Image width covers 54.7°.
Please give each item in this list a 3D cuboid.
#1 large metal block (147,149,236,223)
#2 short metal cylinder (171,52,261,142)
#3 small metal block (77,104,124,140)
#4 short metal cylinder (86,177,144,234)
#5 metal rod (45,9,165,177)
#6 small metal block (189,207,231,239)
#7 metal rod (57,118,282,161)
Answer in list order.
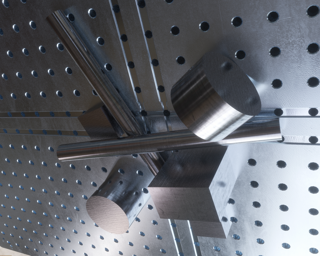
[{"bbox_3d":[0.044,0.071,0.397,0.080,0.080,0.050,-6,115,31],"label":"large metal block"},{"bbox_3d":[0.058,-0.033,0.325,0.080,0.080,0.050,45,129,-3],"label":"short metal cylinder"},{"bbox_3d":[-0.083,-0.006,0.451,0.050,0.025,0.050,-18,109,35],"label":"small metal block"},{"bbox_3d":[-0.074,0.128,0.513,0.080,0.050,0.079,13,124,21],"label":"short metal cylinder"},{"bbox_3d":[-0.054,-0.022,0.426,0.025,0.025,0.299,-24,106,36],"label":"metal rod"},{"bbox_3d":[0.071,0.133,0.456,0.050,0.025,0.050,-6,116,31],"label":"small metal block"},{"bbox_3d":[-0.005,0.019,0.398,0.301,0.025,0.025,-7,115,22],"label":"metal rod"}]
